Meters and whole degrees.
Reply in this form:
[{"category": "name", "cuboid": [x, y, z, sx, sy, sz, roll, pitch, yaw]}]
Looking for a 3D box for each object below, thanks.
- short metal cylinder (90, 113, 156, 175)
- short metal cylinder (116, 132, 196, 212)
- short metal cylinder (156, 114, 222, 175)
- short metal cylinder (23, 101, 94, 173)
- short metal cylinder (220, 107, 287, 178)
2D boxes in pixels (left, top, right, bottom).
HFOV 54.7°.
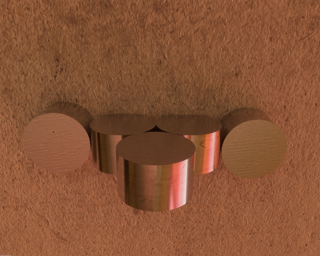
[{"category": "short metal cylinder", "cuboid": [-0.045, 0.017, 0.388, 0.081, 0.080, 0.050, 0, 110, 0]}, {"category": "short metal cylinder", "cuboid": [-0.004, 0.042, 0.323, 0.081, 0.080, 0.050, 1, 111, -1]}, {"category": "short metal cylinder", "cuboid": [0.035, 0.018, 0.389, 0.081, 0.080, 0.050, 0, 109, 0]}, {"category": "short metal cylinder", "cuboid": [-0.125, 0.011, 0.400, 0.081, 0.050, 0.079, 0, 110, -1]}, {"category": "short metal cylinder", "cuboid": [0.116, 0.018, 0.405, 0.081, 0.050, 0.079, 0, 111, -1]}]
